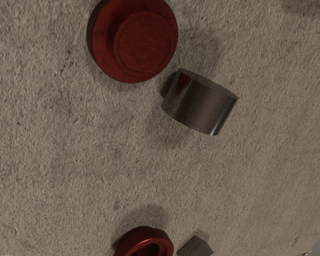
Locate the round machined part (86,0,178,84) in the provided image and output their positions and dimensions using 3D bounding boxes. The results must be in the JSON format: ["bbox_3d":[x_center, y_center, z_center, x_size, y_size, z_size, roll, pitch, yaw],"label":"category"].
[{"bbox_3d":[-0.024,-0.092,0.327,0.099,0.042,0.097,-14,125,-21],"label":"round machined part"}]

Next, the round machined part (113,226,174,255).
[{"bbox_3d":[-0.031,0.200,0.505,0.099,0.042,0.097,-14,125,-21],"label":"round machined part"}]

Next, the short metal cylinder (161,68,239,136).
[{"bbox_3d":[0.048,-0.033,0.379,0.081,0.080,0.050,14,111,-34],"label":"short metal cylinder"}]

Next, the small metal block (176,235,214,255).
[{"bbox_3d":[0.067,0.239,0.595,0.050,0.025,0.050,-44,130,2],"label":"small metal block"}]
